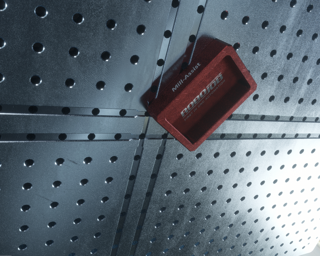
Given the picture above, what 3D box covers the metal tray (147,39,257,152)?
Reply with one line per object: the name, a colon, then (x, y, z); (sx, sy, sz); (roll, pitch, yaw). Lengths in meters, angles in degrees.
metal tray: (0.059, -0.040, 0.414); (0.130, 0.030, 0.090); (-45, 129, 3)
